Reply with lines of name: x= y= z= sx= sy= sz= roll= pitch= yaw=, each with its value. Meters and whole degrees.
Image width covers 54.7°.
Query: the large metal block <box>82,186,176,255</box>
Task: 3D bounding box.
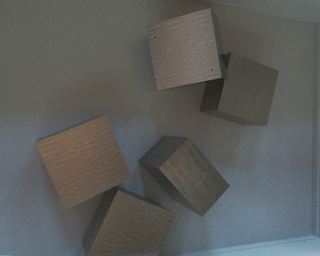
large metal block: x=-0.039 y=0.124 z=0.384 sx=0.080 sy=0.050 sz=0.080 roll=27 pitch=81 yaw=-18

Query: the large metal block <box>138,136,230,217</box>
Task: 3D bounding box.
large metal block: x=0.027 y=0.057 z=0.393 sx=0.050 sy=0.080 sz=0.080 roll=-44 pitch=104 yaw=-15

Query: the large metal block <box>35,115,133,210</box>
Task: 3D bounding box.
large metal block: x=-0.090 y=0.037 z=0.365 sx=0.081 sy=0.050 sz=0.080 roll=-24 pitch=98 yaw=-19

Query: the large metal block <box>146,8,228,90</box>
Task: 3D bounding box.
large metal block: x=0.036 y=-0.094 z=0.390 sx=0.080 sy=0.050 sz=0.079 roll=-9 pitch=94 yaw=21

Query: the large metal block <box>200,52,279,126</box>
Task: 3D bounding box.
large metal block: x=0.112 y=-0.052 z=0.440 sx=0.081 sy=0.050 sz=0.080 roll=16 pitch=85 yaw=-20
